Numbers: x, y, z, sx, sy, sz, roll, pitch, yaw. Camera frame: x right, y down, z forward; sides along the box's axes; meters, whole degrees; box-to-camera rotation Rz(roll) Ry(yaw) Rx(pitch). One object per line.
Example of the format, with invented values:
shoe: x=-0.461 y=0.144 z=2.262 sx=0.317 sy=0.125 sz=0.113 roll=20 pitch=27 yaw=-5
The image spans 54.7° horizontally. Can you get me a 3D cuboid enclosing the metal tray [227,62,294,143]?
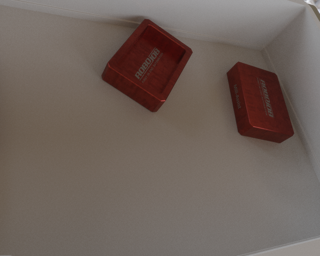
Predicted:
metal tray: x=0.167 y=-0.044 z=0.522 sx=0.091 sy=0.030 sz=0.130 roll=11 pitch=57 yaw=-23

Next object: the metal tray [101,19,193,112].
metal tray: x=-0.014 y=-0.095 z=0.454 sx=0.090 sy=0.030 sz=0.130 roll=33 pitch=51 yaw=-7
